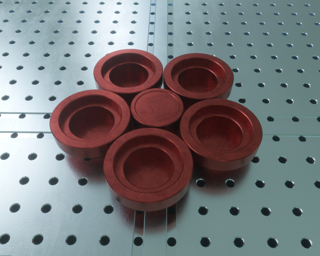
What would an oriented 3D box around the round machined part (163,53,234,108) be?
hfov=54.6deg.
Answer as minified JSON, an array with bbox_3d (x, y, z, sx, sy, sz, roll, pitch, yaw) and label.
[{"bbox_3d":[0.054,-0.062,0.449,0.099,0.042,0.098,0,50,0],"label":"round machined part"}]

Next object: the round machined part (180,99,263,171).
[{"bbox_3d":[0.073,0.012,0.387,0.099,0.042,0.098,0,50,0],"label":"round machined part"}]

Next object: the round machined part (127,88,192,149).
[{"bbox_3d":[-0.004,-0.015,0.409,0.099,0.042,0.098,0,50,0],"label":"round machined part"}]

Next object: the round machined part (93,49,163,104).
[{"bbox_3d":[-0.045,-0.070,0.455,0.099,0.042,0.098,0,50,0],"label":"round machined part"}]

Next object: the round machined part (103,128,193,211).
[{"bbox_3d":[-0.013,0.050,0.354,0.099,0.042,0.098,0,50,0],"label":"round machined part"}]

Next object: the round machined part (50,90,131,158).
[{"bbox_3d":[-0.085,-0.001,0.397,0.099,0.042,0.098,0,50,0],"label":"round machined part"}]
